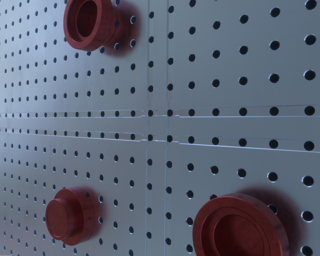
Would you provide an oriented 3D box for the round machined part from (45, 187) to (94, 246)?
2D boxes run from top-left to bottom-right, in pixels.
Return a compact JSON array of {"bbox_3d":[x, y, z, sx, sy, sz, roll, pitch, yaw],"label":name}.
[{"bbox_3d":[-0.160,0.153,0.533,0.098,0.042,0.097,0,90,40],"label":"round machined part"}]

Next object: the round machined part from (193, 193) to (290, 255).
[{"bbox_3d":[0.087,0.118,0.327,0.098,0.042,0.097,0,90,40],"label":"round machined part"}]

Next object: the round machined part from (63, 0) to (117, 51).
[{"bbox_3d":[-0.106,-0.169,0.487,0.098,0.042,0.097,0,90,40],"label":"round machined part"}]
